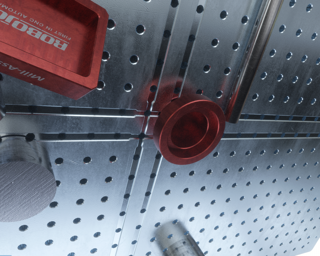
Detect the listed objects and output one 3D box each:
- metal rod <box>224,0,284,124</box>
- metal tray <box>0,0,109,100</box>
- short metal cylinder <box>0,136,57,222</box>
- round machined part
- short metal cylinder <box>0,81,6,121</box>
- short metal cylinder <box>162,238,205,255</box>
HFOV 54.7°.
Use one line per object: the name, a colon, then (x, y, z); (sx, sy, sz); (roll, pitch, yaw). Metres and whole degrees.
metal rod: (0.138, -0.143, 0.397); (0.025, 0.025, 0.298); (0, 118, -29)
metal tray: (-0.111, -0.088, 0.257); (0.131, 0.030, 0.090); (21, 63, -36)
short metal cylinder: (-0.160, 0.056, 0.342); (0.081, 0.050, 0.079); (-14, 124, -21)
round machined part: (0.035, -0.002, 0.418); (0.099, 0.042, 0.097); (-14, 124, -21)
short metal cylinder: (-0.178, -0.031, 0.259); (0.081, 0.080, 0.050); (-11, 123, -23)
short metal cylinder: (0.047, 0.255, 0.578); (0.081, 0.050, 0.079); (-14, 124, -21)
